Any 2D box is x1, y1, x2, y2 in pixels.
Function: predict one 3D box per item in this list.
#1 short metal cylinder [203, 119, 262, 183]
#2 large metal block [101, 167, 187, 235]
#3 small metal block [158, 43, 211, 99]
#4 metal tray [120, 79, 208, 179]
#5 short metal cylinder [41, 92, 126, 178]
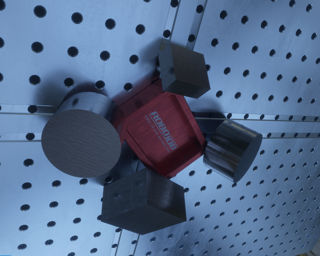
[{"bbox_3d":[0.107,0.033,0.454,0.080,0.050,0.079,-39,145,-34],"label":"short metal cylinder"},{"bbox_3d":[-0.022,0.104,0.425,0.080,0.050,0.080,-28,136,29],"label":"large metal block"},{"bbox_3d":[0.029,-0.066,0.366,0.050,0.050,0.025,9,151,-32],"label":"small metal block"},{"bbox_3d":[0.004,0.008,0.414,0.090,0.030,0.130,-36,129,-5],"label":"metal tray"},{"bbox_3d":[-0.080,0.007,0.336,0.081,0.050,0.079,0,116,0],"label":"short metal cylinder"}]
